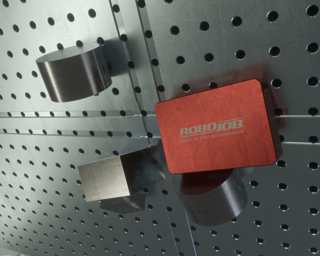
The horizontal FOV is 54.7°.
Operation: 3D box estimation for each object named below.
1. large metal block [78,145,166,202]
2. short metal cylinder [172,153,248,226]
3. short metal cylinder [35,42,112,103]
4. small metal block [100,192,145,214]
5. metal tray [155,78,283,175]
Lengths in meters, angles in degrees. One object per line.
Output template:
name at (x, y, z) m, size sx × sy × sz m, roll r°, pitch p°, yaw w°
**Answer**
large metal block at (-0.052, 0.063, 0.434) m, size 0.080 × 0.081 × 0.050 m, roll -16°, pitch 87°, yaw 34°
short metal cylinder at (0.062, 0.074, 0.387) m, size 0.080 × 0.080 × 0.050 m, roll -11°, pitch 117°, yaw 33°
short metal cylinder at (-0.106, -0.071, 0.387) m, size 0.080 × 0.080 × 0.050 m, roll 1°, pitch 119°, yaw 28°
small metal block at (-0.060, 0.119, 0.501) m, size 0.050 × 0.025 × 0.050 m, roll -22°, pitch 143°, yaw 36°
metal tray at (0.063, 0.001, 0.356) m, size 0.130 × 0.030 × 0.089 m, roll -11°, pitch 91°, yaw 33°
